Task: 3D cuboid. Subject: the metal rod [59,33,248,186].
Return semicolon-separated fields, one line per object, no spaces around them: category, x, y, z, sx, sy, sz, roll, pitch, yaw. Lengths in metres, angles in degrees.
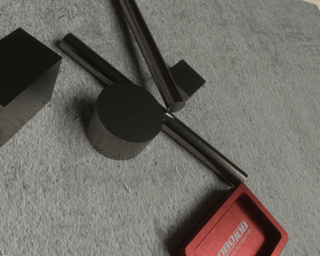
metal rod;-0.007;-0.022;0.414;0.300;0.025;0.025;39;51;-3

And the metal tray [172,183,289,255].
metal tray;0.087;0.138;0.364;0.131;0.030;0.090;-35;82;-39

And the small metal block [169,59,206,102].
small metal block;0.033;-0.069;0.466;0.050;0.025;0.050;44;51;2

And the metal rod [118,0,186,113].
metal rod;-0.032;-0.152;0.466;0.025;0.025;0.299;-7;61;-32

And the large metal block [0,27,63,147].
large metal block;-0.151;-0.040;0.312;0.050;0.080;0.080;36;51;-5

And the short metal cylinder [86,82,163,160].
short metal cylinder;-0.043;-0.008;0.370;0.081;0.050;0.080;14;56;-21
